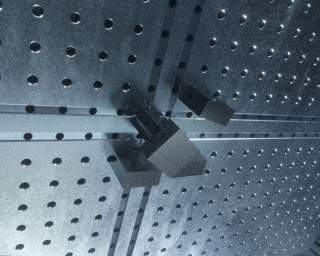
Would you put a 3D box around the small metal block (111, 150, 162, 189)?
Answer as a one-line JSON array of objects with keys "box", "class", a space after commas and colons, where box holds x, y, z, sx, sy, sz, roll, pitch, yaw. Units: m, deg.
[{"box": [-0.032, 0.053, 0.412, 0.050, 0.050, 0.025, 0, 118, -29], "class": "small metal block"}]

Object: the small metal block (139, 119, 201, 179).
[{"box": [0.012, 0.025, 0.371, 0.050, 0.025, 0.050, -43, 130, 1], "class": "small metal block"}]

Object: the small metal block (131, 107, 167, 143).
[{"box": [-0.002, 0.004, 0.398, 0.050, 0.050, 0.025, 25, 105, -37], "class": "small metal block"}]

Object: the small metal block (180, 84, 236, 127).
[{"box": [0.063, -0.030, 0.413, 0.050, 0.050, 0.025, 17, 109, -35], "class": "small metal block"}]

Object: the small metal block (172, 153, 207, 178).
[{"box": [0.030, 0.044, 0.441, 0.050, 0.050, 0.025, -2, 119, -28], "class": "small metal block"}]
